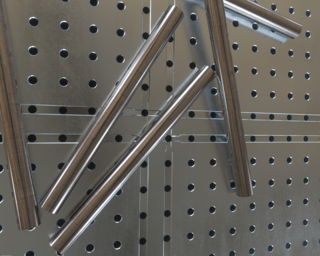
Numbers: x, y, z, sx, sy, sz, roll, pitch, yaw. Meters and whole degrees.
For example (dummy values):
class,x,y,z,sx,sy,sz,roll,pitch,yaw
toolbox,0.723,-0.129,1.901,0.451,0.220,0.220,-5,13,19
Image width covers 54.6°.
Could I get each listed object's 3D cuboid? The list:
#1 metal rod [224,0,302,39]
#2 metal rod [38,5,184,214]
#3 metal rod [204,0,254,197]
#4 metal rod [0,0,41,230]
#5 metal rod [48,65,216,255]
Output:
class,x,y,z,sx,sy,sz,roll,pitch,yaw
metal rod,0.078,-0.191,0.440,0.302,0.025,0.025,15,85,-20
metal rod,-0.055,-0.031,0.392,0.025,0.025,0.300,35,79,-17
metal rod,0.096,-0.047,0.434,0.025,0.025,0.298,-15,100,-19
metal rod,-0.172,-0.035,0.349,0.025,0.025,0.298,-10,93,-20
metal rod,-0.027,0.031,0.402,0.025,0.025,0.300,44,76,-15
